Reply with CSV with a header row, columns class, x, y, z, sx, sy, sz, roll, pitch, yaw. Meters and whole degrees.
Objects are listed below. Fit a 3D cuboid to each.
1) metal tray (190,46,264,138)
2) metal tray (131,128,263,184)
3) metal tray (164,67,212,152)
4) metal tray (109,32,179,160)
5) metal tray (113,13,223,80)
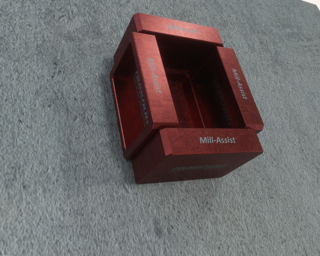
class,x,y,z,sx,sy,sz,roll,pitch,yaw
metal tray,0.083,-0.036,0.432,0.030,0.090,0.130,1,61,-28
metal tray,0.043,0.034,0.367,0.131,0.090,0.030,1,62,-28
metal tray,0.016,-0.023,0.426,0.091,0.030,0.130,1,61,-28
metal tray,-0.025,-0.037,0.374,0.030,0.090,0.130,1,61,-28
metal tray,0.011,-0.107,0.436,0.131,0.090,0.030,1,62,-28
